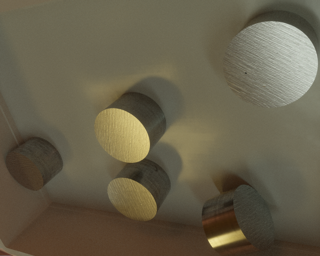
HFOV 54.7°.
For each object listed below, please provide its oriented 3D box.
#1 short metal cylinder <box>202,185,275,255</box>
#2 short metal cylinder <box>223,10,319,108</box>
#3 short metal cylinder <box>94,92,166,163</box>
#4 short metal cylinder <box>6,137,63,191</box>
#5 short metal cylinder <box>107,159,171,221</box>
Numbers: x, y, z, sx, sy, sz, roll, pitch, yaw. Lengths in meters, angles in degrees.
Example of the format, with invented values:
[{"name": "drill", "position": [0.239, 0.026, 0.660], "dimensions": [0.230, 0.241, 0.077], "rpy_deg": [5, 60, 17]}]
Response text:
[{"name": "short metal cylinder", "position": [0.099, 0.118, 0.393], "dimensions": [0.050, 0.080, 0.080], "rpy_deg": [-34, 99, 38]}, {"name": "short metal cylinder", "position": [0.106, -0.066, 0.295], "dimensions": [0.080, 0.050, 0.079], "rpy_deg": [13, 124, 20]}, {"name": "short metal cylinder", "position": [-0.039, -0.001, 0.411], "dimensions": [0.080, 0.050, 0.079], "rpy_deg": [13, 124, 20]}, {"name": "short metal cylinder", "position": [-0.220, 0.063, 0.544], "dimensions": [0.080, 0.050, 0.079], "rpy_deg": [13, 124, 20]}, {"name": "short metal cylinder", "position": [-0.031, 0.092, 0.464], "dimensions": [0.080, 0.050, 0.079], "rpy_deg": [13, 124, 20]}]
